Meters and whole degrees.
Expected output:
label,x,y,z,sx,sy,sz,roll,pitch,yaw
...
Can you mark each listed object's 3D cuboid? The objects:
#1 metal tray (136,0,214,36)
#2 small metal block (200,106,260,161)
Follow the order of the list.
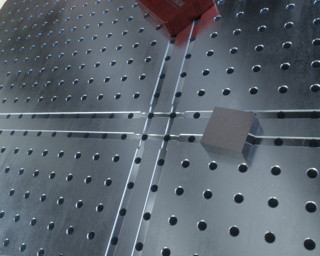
label,x,y,z,sx,sy,sz,roll,pitch,yaw
metal tray,0.019,-0.223,0.531,0.090,0.030,0.130,-39,51,2
small metal block,0.082,0.006,0.362,0.050,0.025,0.050,13,68,33
